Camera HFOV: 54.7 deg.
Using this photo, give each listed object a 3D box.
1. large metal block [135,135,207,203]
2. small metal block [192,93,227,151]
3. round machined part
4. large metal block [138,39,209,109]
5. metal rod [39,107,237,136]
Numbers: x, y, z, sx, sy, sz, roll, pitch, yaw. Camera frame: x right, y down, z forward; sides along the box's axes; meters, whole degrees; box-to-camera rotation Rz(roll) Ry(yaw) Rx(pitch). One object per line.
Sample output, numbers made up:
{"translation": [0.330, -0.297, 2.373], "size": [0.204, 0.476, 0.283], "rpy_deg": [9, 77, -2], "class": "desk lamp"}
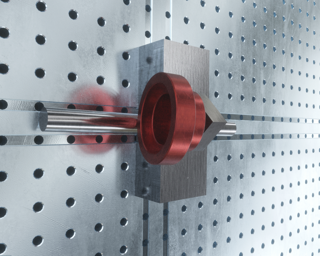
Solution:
{"translation": [0.016, 0.049, 0.406], "size": [0.081, 0.050, 0.080], "rpy_deg": [2, 89, -40], "class": "large metal block"}
{"translation": [0.045, -0.007, 0.373], "size": [0.025, 0.050, 0.050], "rpy_deg": [1, 46, -40], "class": "small metal block"}
{"translation": [0.013, -0.009, 0.335], "size": [0.042, 0.098, 0.097], "rpy_deg": [5, 87, -26], "class": "round machined part"}
{"translation": [0.019, -0.065, 0.409], "size": [0.081, 0.050, 0.080], "rpy_deg": [1, 90, -40], "class": "large metal block"}
{"translation": [-0.001, -0.004, 0.408], "size": [0.302, 0.025, 0.025], "rpy_deg": [2, 89, -40], "class": "metal rod"}
